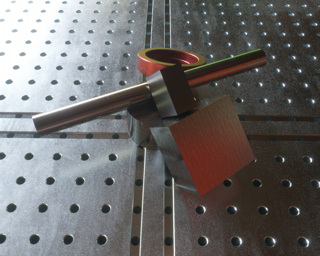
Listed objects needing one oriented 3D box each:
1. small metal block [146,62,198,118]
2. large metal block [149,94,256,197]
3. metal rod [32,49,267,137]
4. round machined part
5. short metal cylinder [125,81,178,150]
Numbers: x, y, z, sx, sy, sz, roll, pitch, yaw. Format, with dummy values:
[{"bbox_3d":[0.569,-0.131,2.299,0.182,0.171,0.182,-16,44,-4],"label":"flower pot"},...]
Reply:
[{"bbox_3d":[0.012,-0.040,0.346,0.025,0.050,0.050,-23,96,-19],"label":"small metal block"},{"bbox_3d":[0.048,0.017,0.348,0.081,0.050,0.080,-29,100,-22],"label":"large metal block"},{"bbox_3d":[0.001,-0.049,0.383,0.302,0.025,0.025,-19,53,-16],"label":"metal rod"},{"bbox_3d":[0.015,-0.084,0.452,0.099,0.042,0.098,5,28,-2],"label":"round machined part"},{"bbox_3d":[-0.003,-0.018,0.406,0.081,0.050,0.080,0,50,0],"label":"short metal cylinder"}]
